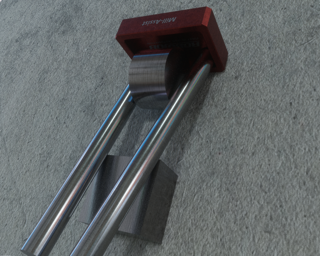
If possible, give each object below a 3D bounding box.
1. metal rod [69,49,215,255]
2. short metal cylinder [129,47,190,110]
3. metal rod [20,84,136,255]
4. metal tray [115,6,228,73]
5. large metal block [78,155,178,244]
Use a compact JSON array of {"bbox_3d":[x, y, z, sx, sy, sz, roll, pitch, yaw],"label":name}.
[{"bbox_3d":[-0.002,0.011,0.339,0.025,0.025,0.301,9,51,32],"label":"metal rod"},{"bbox_3d":[0.002,-0.064,0.408,0.050,0.080,0.080,2,63,28],"label":"short metal cylinder"},{"bbox_3d":[-0.064,0.009,0.373,0.025,0.025,0.301,2,47,29],"label":"metal rod"},{"bbox_3d":[0.017,-0.112,0.422,0.130,0.090,0.030,2,63,29],"label":"metal tray"},{"bbox_3d":[-0.034,0.079,0.355,0.080,0.050,0.080,2,63,28],"label":"large metal block"}]
